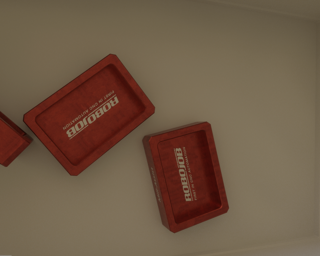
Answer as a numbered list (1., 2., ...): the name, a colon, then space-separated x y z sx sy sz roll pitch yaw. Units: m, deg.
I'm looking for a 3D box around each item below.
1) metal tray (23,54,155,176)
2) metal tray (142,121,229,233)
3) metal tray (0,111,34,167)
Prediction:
1. metal tray: -0.082 -0.017 0.377 0.130 0.030 0.090 -40 103 -16
2. metal tray: 0.036 0.063 0.420 0.091 0.030 0.129 -15 95 -20
3. metal tray: -0.189 -0.019 0.306 0.130 0.090 0.030 45 76 -15
